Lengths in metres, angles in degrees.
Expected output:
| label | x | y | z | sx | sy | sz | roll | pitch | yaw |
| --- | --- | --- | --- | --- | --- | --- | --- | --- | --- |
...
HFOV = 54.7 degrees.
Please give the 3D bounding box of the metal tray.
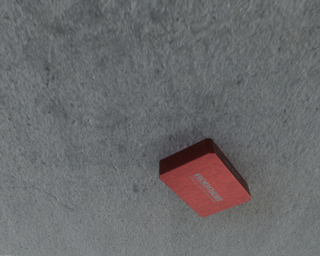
| label | x | y | z | sx | sy | sz | roll | pitch | yaw |
| --- | --- | --- | --- | --- | --- | --- | --- | --- | --- |
| metal tray | 0.070 | 0.081 | 0.474 | 0.090 | 0.030 | 0.130 | -28 | 125 | 21 |
